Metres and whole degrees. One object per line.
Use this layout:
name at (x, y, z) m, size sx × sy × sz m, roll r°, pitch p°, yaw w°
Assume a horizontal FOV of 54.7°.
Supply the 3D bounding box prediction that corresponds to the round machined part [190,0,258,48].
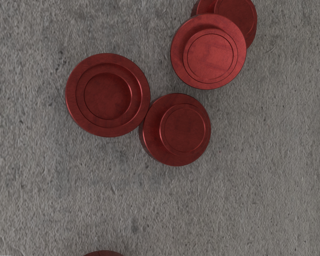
round machined part at (0.096, -0.151, 0.435) m, size 0.099 × 0.042 × 0.097 m, roll 0°, pitch 90°, yaw -20°

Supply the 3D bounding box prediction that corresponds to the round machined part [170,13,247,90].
round machined part at (0.062, -0.095, 0.399) m, size 0.099 × 0.042 × 0.097 m, roll 0°, pitch 115°, yaw 1°

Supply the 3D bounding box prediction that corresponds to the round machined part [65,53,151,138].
round machined part at (-0.065, -0.038, 0.376) m, size 0.099 × 0.042 × 0.097 m, roll 0°, pitch 90°, yaw -20°

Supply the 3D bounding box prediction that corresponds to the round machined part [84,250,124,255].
round machined part at (-0.074, 0.196, 0.373) m, size 0.099 × 0.042 × 0.097 m, roll 0°, pitch 90°, yaw -20°

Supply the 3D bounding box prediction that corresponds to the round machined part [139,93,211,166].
round machined part at (0.025, 0.002, 0.409) m, size 0.099 × 0.042 × 0.097 m, roll 0°, pitch 90°, yaw -20°
